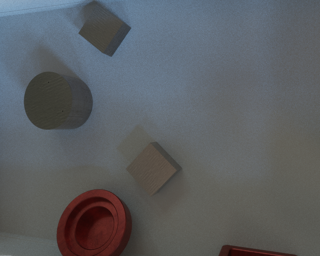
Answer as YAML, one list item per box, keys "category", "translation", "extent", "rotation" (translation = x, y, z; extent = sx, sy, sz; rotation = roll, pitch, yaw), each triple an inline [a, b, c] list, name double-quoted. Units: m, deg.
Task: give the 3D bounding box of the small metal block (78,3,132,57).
- category: "small metal block"
  translation: [-0.078, -0.137, 0.437]
  extent: [0.050, 0.025, 0.050]
  rotation: [40, 102, 15]

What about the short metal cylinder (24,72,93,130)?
- category: "short metal cylinder"
  translation: [-0.146, -0.037, 0.447]
  extent: [0.080, 0.050, 0.079]
  rotation: [0, 90, 19]

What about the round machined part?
- category: "round machined part"
  translation: [-0.083, 0.136, 0.415]
  extent: [0.098, 0.042, 0.098]
  rotation: [-9, 57, 14]

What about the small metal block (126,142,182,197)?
- category: "small metal block"
  translation: [-0.008, 0.054, 0.413]
  extent: [0.050, 0.025, 0.050]
  rotation: [46, 104, 14]

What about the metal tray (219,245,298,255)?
- category: "metal tray"
  translation: [0.101, 0.164, 0.319]
  extent: [0.090, 0.130, 0.030]
  rotation: [1, 91, 20]
